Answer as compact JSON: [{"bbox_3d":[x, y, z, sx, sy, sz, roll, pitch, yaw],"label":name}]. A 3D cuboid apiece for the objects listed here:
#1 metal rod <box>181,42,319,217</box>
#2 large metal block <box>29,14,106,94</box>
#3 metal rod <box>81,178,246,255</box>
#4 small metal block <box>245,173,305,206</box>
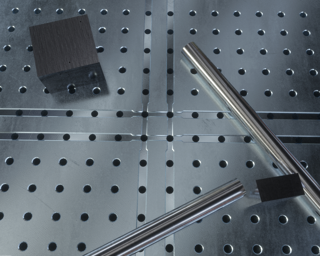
[{"bbox_3d":[0.127,-0.002,0.413,0.025,0.025,0.299,-33,74,-11],"label":"metal rod"},{"bbox_3d":[-0.128,-0.103,0.435,0.081,0.050,0.080,-15,71,-6],"label":"large metal block"},{"bbox_3d":[-0.036,0.135,0.361,0.302,0.025,0.025,-25,72,-9],"label":"metal rod"},{"bbox_3d":[0.135,0.075,0.372,0.050,0.050,0.025,-9,71,-3],"label":"small metal block"}]
